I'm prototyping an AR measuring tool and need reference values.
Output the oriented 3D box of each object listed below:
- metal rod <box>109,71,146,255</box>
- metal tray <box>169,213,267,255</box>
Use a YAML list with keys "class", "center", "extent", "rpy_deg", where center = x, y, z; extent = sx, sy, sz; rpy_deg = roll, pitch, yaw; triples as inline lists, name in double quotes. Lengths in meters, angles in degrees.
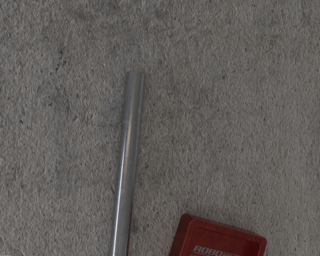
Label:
- class: "metal rod"
  center: [-0.044, 0.079, 0.392]
  extent: [0.025, 0.025, 0.298]
  rpy_deg: [6, 88, -20]
- class: "metal tray"
  center: [0.080, 0.181, 0.436]
  extent: [0.131, 0.030, 0.090]
  rpy_deg: [20, 83, -19]
